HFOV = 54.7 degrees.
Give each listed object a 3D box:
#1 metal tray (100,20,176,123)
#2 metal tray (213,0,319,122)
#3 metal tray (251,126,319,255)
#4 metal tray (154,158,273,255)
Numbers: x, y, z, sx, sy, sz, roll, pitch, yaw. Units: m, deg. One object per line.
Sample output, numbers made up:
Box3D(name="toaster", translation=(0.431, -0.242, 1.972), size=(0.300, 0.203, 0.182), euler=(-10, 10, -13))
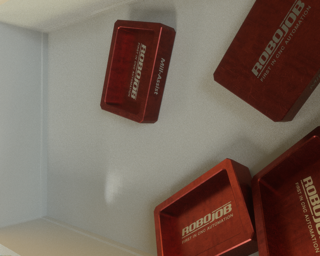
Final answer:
Box3D(name="metal tray", translation=(-0.034, -0.079, 0.431), size=(0.090, 0.030, 0.129), euler=(20, 102, 38))
Box3D(name="metal tray", translation=(0.122, -0.082, 0.303), size=(0.090, 0.030, 0.129), euler=(43, 116, 31))
Box3D(name="metal tray", translation=(0.120, 0.064, 0.246), size=(0.030, 0.130, 0.090), euler=(37, 120, -10))
Box3D(name="metal tray", translation=(0.048, 0.104, 0.338), size=(0.129, 0.030, 0.090), euler=(-42, 37, 31))
